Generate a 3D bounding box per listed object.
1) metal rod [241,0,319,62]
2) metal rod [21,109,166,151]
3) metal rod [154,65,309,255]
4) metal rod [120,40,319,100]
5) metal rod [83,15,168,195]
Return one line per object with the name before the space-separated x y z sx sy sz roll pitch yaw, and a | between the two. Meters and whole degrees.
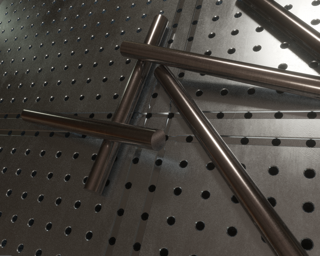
metal rod | 0.180 -0.112 0.382 0.025 0.025 0.300 -34 52 6
metal rod | -0.116 -0.004 0.444 0.300 0.025 0.025 9 66 40
metal rod | 0.062 0.018 0.363 0.025 0.025 0.300 -34 52 5
metal rod | 0.072 -0.079 0.400 0.300 0.025 0.025 19 72 29
metal rod | -0.043 -0.048 0.458 0.025 0.025 0.300 5 64 30
